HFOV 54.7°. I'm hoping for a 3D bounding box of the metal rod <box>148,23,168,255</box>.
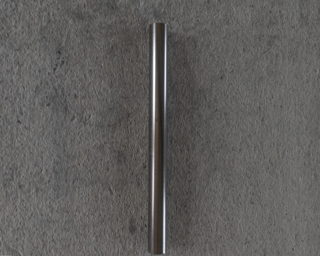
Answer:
[{"bbox_3d":[-0.003,0.014,0.410,0.025,0.025,0.298,0,90,-20],"label":"metal rod"}]
